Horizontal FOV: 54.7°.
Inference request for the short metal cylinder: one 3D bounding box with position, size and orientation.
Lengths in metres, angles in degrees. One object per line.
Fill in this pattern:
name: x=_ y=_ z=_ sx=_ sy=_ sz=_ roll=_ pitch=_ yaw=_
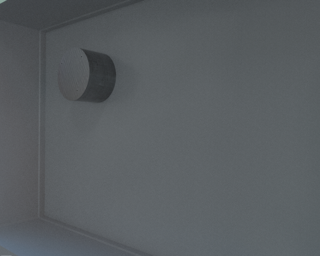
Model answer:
short metal cylinder: x=-0.115 y=-0.081 z=0.482 sx=0.080 sy=0.050 sz=0.079 roll=0 pitch=90 yaw=39
